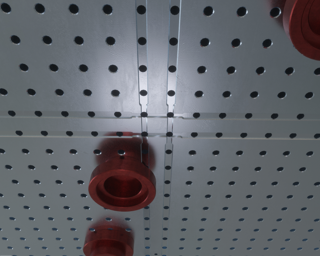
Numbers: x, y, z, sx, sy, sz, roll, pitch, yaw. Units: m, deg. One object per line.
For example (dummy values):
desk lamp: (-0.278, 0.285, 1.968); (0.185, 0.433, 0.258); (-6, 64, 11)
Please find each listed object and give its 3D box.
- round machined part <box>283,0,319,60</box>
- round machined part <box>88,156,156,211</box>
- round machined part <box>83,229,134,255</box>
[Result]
round machined part: (0.169, -0.118, 0.301); (0.099, 0.042, 0.097); (0, 130, 0)
round machined part: (-0.055, 0.080, 0.468); (0.099, 0.042, 0.097); (0, 130, 0)
round machined part: (-0.101, 0.244, 0.607); (0.099, 0.042, 0.097); (0, 130, 0)
